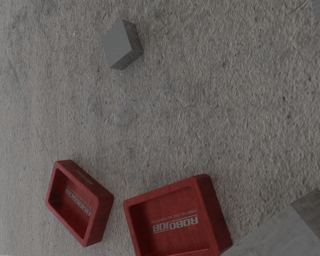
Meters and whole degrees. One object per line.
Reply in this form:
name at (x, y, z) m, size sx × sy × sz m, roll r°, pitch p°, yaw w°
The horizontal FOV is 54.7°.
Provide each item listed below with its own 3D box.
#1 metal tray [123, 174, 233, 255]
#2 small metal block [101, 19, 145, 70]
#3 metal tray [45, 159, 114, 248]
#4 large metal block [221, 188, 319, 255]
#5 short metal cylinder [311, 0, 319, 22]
metal tray at (0.016, 0.119, 0.388) m, size 0.130 × 0.030 × 0.090 m, roll -27°, pitch 73°, yaw 36°
small metal block at (-0.055, -0.120, 0.451) m, size 0.050 × 0.025 × 0.050 m, roll -29°, pitch 72°, yaw 36°
metal tray at (-0.138, 0.121, 0.515) m, size 0.130 × 0.030 × 0.089 m, roll 29°, pitch 108°, yaw 36°
large metal block at (0.115, 0.103, 0.274) m, size 0.080 × 0.081 × 0.050 m, roll -50°, pitch 61°, yaw 28°
short metal cylinder at (0.171, -0.107, 0.248) m, size 0.080 × 0.050 × 0.080 m, roll 0°, pitch 90°, yaw 40°
